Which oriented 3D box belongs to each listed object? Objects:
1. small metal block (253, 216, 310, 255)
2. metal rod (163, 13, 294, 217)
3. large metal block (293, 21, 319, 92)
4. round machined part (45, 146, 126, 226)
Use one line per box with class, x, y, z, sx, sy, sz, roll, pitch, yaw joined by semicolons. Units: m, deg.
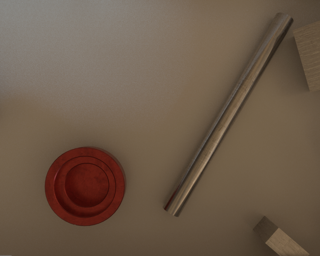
small metal block;0.155;0.147;0.401;0.050;0.050;0.025;41;90;-1
metal rod;0.090;-0.018;0.412;0.025;0.025;0.299;31;90;-1
large metal block;0.220;-0.095;0.386;0.080;0.050;0.080;-16;90;27
round machined part;-0.093;0.072;0.402;0.099;0.042;0.097;0;90;-1
